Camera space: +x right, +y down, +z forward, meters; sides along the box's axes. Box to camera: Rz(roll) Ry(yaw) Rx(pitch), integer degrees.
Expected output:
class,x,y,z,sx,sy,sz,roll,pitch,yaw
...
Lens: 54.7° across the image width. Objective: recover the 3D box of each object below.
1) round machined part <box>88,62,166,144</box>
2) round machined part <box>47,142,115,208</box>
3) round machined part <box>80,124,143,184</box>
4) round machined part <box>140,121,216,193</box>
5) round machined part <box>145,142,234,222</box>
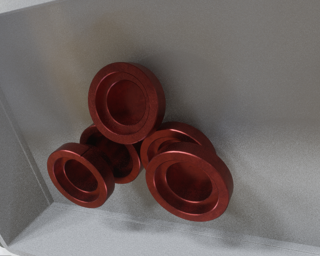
class,x,y,z,sx,sy,sz,roll,pitch,yaw
round machined part,-0.037,-0.032,0.383,0.098,0.042,0.097,6,103,26
round machined part,-0.105,0.061,0.435,0.098,0.042,0.097,13,124,21
round machined part,-0.063,0.029,0.447,0.098,0.042,0.097,13,124,21
round machined part,0.027,0.034,0.403,0.098,0.042,0.097,13,124,21
round machined part,0.036,0.057,0.358,0.098,0.042,0.097,13,124,21
